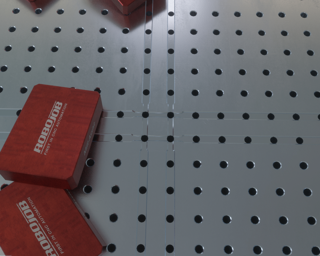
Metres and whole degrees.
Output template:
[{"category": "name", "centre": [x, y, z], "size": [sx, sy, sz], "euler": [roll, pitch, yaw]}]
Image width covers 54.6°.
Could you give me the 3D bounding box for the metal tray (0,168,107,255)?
[{"category": "metal tray", "centre": [-0.136, 0.118, 0.365], "size": [0.090, 0.030, 0.130], "euler": [-36, 74, -12]}]

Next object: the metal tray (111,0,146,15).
[{"category": "metal tray", "centre": [-0.061, -0.254, 0.479], "size": [0.090, 0.030, 0.130], "euler": [-41, 90, -8]}]

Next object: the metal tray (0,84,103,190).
[{"category": "metal tray", "centre": [-0.133, 0.006, 0.389], "size": [0.090, 0.030, 0.130], "euler": [8, 55, 3]}]
